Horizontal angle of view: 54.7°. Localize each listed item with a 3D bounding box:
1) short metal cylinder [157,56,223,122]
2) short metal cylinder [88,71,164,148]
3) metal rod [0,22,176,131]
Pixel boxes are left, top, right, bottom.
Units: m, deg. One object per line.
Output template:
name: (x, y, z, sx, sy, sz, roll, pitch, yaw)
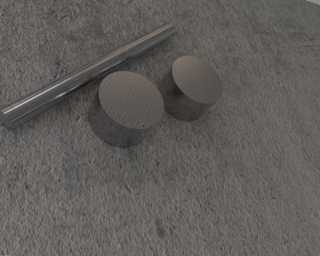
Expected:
short metal cylinder: (0.042, -0.056, 0.444, 0.081, 0.050, 0.080, 14, 56, -21)
short metal cylinder: (-0.042, -0.022, 0.379, 0.081, 0.050, 0.080, 14, 56, -21)
metal rod: (-0.073, -0.085, 0.416, 0.025, 0.025, 0.302, 46, 51, 4)
